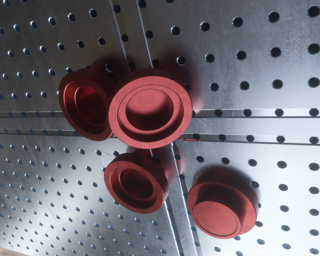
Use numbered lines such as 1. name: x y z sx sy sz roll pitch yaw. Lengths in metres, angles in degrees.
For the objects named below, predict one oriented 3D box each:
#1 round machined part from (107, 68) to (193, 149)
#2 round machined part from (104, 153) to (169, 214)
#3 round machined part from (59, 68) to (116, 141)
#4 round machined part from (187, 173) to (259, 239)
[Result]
1. round machined part: -0.014 -0.026 0.372 0.099 0.042 0.097 -6 123 -8
2. round machined part: -0.031 0.078 0.465 0.098 0.042 0.097 13 124 20
3. round machined part: -0.086 -0.034 0.420 0.098 0.042 0.097 17 125 27
4. round machined part: 0.082 0.113 0.427 0.098 0.042 0.097 13 124 21
